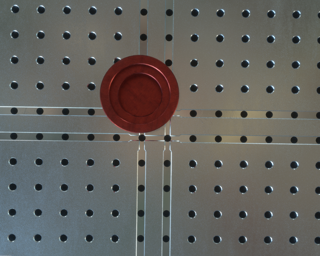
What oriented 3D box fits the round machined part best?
[{"bbox_3d":[-0.026,-0.042,0.405,0.099,0.042,0.097,0,90,-1],"label":"round machined part"}]
